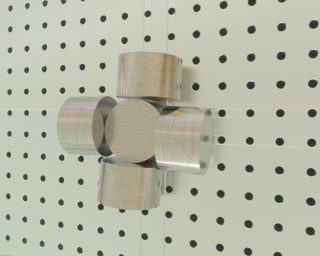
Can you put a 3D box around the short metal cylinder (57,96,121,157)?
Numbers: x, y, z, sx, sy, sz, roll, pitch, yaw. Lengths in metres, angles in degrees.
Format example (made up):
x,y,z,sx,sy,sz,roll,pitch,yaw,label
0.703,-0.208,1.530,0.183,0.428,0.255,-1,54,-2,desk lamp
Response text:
x,y,z,sx,sy,sz,roll,pitch,yaw,label
-0.092,-0.003,0.416,0.050,0.080,0.079,2,91,19,short metal cylinder

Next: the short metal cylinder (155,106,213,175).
x,y,z,sx,sy,sz,roll,pitch,yaw,label
0.031,0.014,0.372,0.050,0.080,0.079,4,92,19,short metal cylinder

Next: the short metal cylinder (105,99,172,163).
x,y,z,sx,sy,sz,roll,pitch,yaw,label
-0.025,0.003,0.409,0.080,0.050,0.080,0,90,18,short metal cylinder

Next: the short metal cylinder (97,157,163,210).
x,y,z,sx,sy,sz,roll,pitch,yaw,label
-0.037,0.068,0.395,0.080,0.080,0.050,7,92,20,short metal cylinder

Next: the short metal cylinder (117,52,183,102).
x,y,z,sx,sy,sz,roll,pitch,yaw,label
-0.013,-0.061,0.387,0.080,0.080,0.050,3,91,20,short metal cylinder
